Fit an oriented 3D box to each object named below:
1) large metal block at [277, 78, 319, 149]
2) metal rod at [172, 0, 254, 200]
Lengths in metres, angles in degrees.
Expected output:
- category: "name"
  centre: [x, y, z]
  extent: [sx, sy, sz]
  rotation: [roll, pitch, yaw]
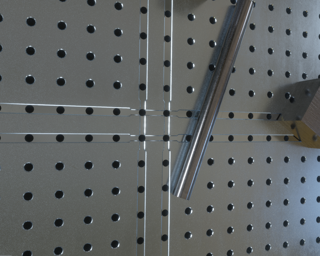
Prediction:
- category: "large metal block"
  centre: [0.250, -0.022, 0.494]
  extent: [0.080, 0.050, 0.080]
  rotation: [36, 78, -17]
- category: "metal rod"
  centre: [0.078, -0.045, 0.442]
  extent: [0.025, 0.025, 0.299]
  rotation: [22, 83, -19]
